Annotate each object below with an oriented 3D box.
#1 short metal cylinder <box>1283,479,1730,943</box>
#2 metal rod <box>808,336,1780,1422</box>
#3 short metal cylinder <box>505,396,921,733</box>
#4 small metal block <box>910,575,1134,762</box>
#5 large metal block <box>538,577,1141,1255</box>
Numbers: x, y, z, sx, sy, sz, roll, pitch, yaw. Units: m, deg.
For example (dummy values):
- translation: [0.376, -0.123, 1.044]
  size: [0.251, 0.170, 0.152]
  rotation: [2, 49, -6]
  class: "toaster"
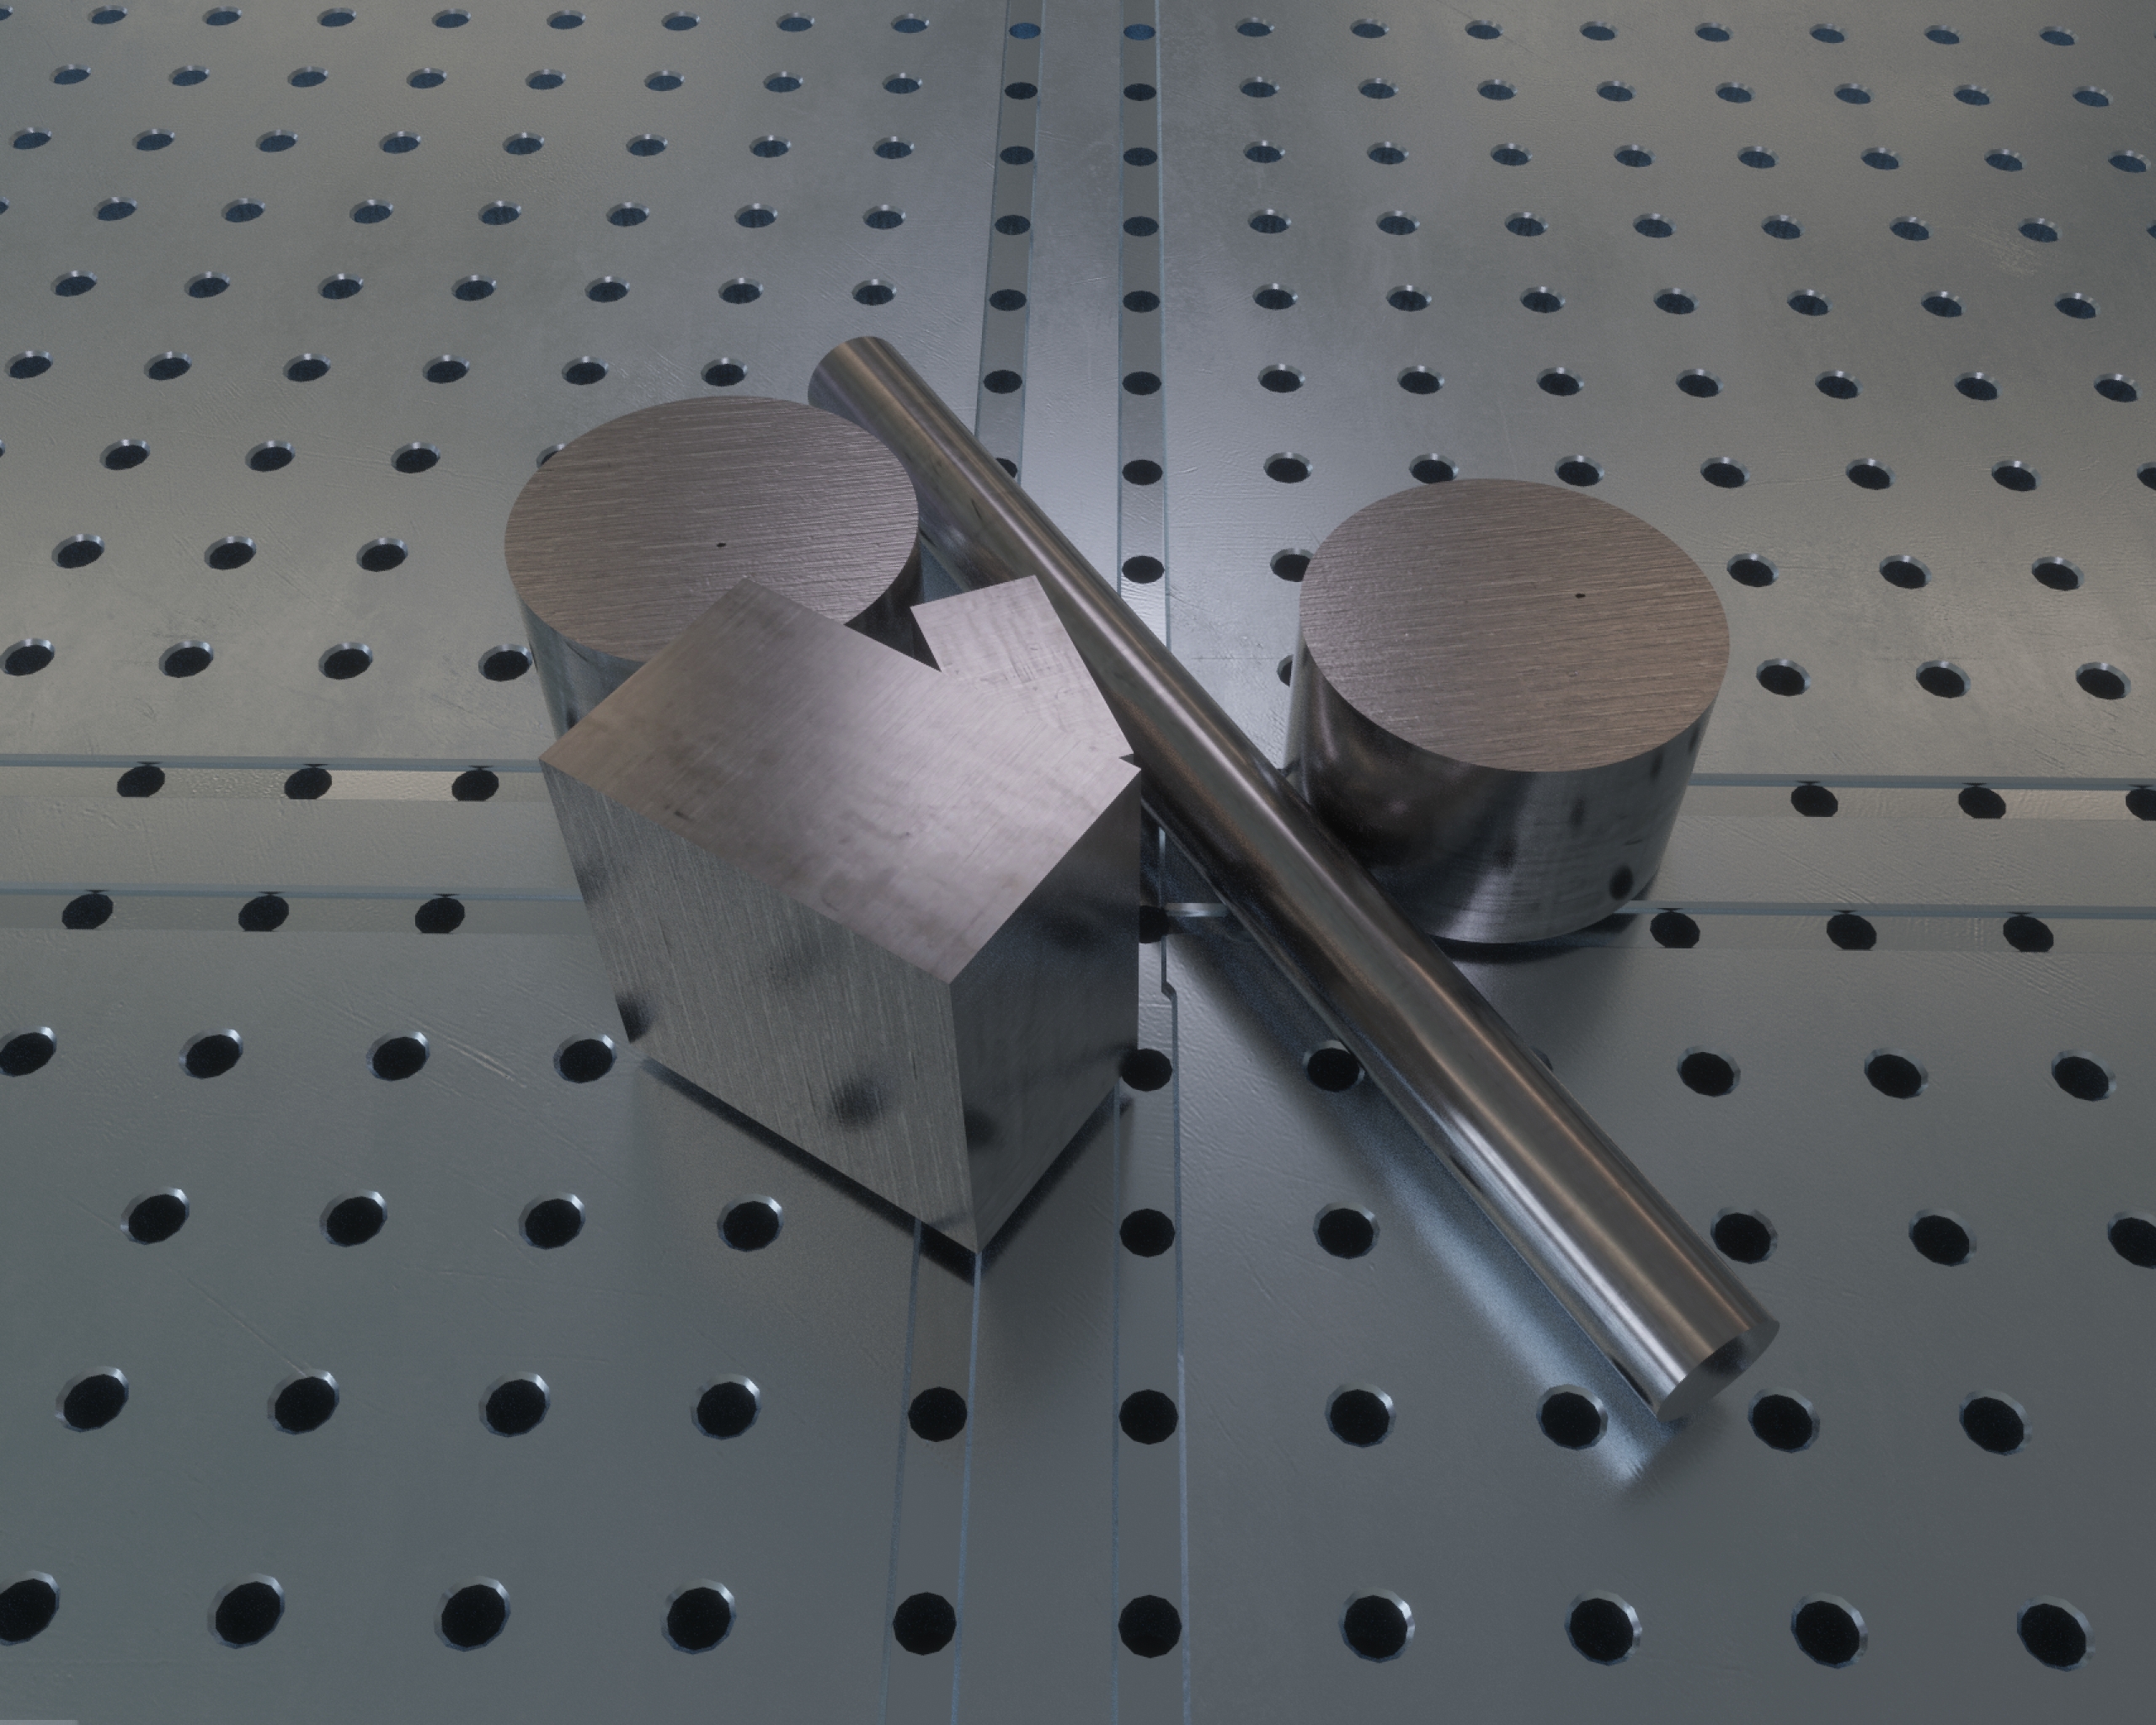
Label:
- translation: [0.082, -0.031, 0.413]
  size: [0.081, 0.050, 0.080]
  rotation: [0, 50, 0]
  class: "short metal cylinder"
- translation: [0.025, -0.017, 0.417]
  size: [0.025, 0.025, 0.300]
  rotation: [-25, 55, -20]
  class: "metal rod"
- translation: [-0.072, -0.051, 0.429]
  size: [0.081, 0.050, 0.080]
  rotation: [0, 50, 0]
  class: "short metal cylinder"
- translation: [-0.011, -0.018, 0.401]
  size: [0.025, 0.050, 0.050]
  rotation: [-17, 52, -13]
  class: "small metal block"
- translation: [-0.037, 0.010, 0.358]
  size: [0.080, 0.080, 0.050]
  rotation: [27, 56, 21]
  class: "large metal block"
